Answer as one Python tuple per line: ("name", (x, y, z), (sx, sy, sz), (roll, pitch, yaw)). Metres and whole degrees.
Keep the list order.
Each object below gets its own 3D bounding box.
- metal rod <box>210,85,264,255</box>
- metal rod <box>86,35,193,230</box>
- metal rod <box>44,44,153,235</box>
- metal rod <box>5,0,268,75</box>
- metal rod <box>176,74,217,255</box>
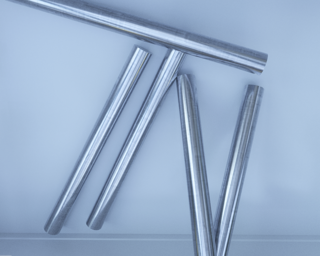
("metal rod", (0.083, 0.092, 0.378), (0.025, 0.025, 0.299), (15, 83, -6))
("metal rod", (-0.034, 0.017, 0.417), (0.025, 0.025, 0.298), (24, 108, -9))
("metal rod", (-0.091, 0.028, 0.420), (0.025, 0.025, 0.298), (27, 108, -10))
("metal rod", (-0.029, -0.114, 0.348), (0.302, 0.025, 0.025), (17, 109, 1))
("metal rod", (0.046, 0.082, 0.361), (0.025, 0.025, 0.299), (-6, 78, 2))
